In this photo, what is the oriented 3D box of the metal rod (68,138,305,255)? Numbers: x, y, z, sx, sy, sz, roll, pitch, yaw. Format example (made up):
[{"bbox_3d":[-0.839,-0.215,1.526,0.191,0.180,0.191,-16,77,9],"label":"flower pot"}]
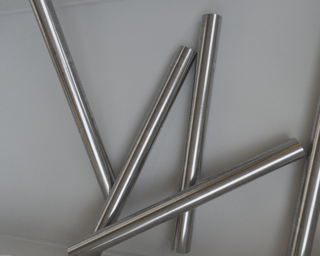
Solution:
[{"bbox_3d":[0.026,0.089,0.371,0.301,0.025,0.025,-27,81,6],"label":"metal rod"}]

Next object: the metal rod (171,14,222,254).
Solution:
[{"bbox_3d":[0.046,0.009,0.393,0.025,0.025,0.298,8,93,19],"label":"metal rod"}]

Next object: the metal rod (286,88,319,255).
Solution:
[{"bbox_3d":[0.180,0.022,0.347,0.025,0.025,0.298,11,94,19],"label":"metal rod"}]

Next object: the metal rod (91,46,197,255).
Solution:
[{"bbox_3d":[-0.028,0.035,0.404,0.025,0.025,0.299,26,93,17],"label":"metal rod"}]

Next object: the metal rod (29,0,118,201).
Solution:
[{"bbox_3d":[-0.108,-0.037,0.402,0.025,0.025,0.298,-13,103,19],"label":"metal rod"}]
